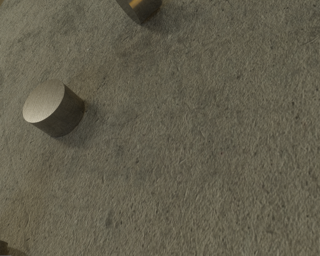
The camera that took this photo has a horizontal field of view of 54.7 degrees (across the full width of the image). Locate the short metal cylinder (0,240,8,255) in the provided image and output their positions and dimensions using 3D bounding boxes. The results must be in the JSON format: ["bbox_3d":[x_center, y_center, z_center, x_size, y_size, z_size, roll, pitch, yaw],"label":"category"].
[{"bbox_3d":[-0.243,0.169,0.393,0.080,0.080,0.050,-11,57,22],"label":"short metal cylinder"}]

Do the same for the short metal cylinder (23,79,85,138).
[{"bbox_3d":[-0.169,-0.031,0.496,0.080,0.050,0.080,-13,56,21],"label":"short metal cylinder"}]

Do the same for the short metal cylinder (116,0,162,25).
[{"bbox_3d":[-0.042,-0.226,0.530,0.050,0.080,0.080,-42,51,-1],"label":"short metal cylinder"}]
